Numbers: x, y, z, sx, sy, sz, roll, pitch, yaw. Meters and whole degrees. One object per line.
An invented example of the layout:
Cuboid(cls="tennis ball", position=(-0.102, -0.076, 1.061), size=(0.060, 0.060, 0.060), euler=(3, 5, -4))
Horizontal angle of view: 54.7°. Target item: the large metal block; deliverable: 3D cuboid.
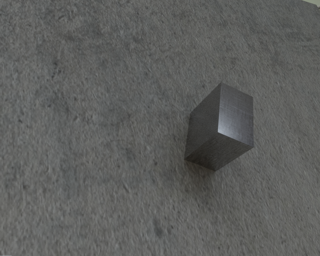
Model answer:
Cuboid(cls="large metal block", position=(0.078, 0.000, 0.412), size=(0.050, 0.080, 0.080), euler=(22, 53, -15))
